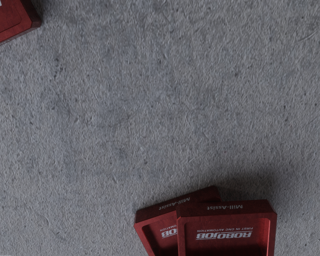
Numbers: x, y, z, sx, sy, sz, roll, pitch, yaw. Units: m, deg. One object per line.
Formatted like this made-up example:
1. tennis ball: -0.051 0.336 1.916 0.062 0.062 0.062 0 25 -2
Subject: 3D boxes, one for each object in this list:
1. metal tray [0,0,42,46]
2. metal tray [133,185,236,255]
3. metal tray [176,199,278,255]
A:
1. metal tray: -0.218 -0.134 0.355 0.130 0.030 0.090 -22 109 7
2. metal tray: 0.038 0.148 0.461 0.130 0.030 0.090 -20 109 7
3. metal tray: 0.090 0.148 0.429 0.131 0.030 0.089 -3 110 1
